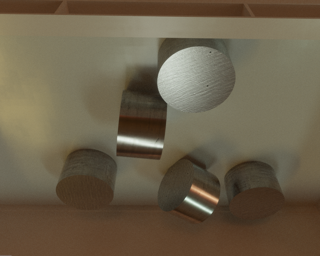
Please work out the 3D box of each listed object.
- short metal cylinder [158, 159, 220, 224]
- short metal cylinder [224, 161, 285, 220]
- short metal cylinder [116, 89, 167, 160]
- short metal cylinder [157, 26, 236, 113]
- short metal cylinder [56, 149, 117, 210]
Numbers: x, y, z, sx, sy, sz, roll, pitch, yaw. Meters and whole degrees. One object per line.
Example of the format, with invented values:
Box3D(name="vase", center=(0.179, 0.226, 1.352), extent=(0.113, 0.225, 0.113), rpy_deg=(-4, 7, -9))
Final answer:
Box3D(name="short metal cylinder", center=(0.041, 0.092, 0.452), extent=(0.050, 0.080, 0.080), rpy_deg=(31, 123, -24))
Box3D(name="short metal cylinder", center=(0.143, 0.097, 0.476), extent=(0.081, 0.050, 0.079), rpy_deg=(0, 130, 0))
Box3D(name="short metal cylinder", center=(-0.022, -0.004, 0.369), extent=(0.050, 0.080, 0.079), rpy_deg=(6, 130, -5))
Box3D(name="short metal cylinder", center=(0.037, -0.063, 0.339), extent=(0.081, 0.050, 0.079), rpy_deg=(0, 130, 0))
Box3D(name="short metal cylinder", center=(-0.106, 0.077, 0.457), extent=(0.081, 0.050, 0.079), rpy_deg=(0, 130, 0))
